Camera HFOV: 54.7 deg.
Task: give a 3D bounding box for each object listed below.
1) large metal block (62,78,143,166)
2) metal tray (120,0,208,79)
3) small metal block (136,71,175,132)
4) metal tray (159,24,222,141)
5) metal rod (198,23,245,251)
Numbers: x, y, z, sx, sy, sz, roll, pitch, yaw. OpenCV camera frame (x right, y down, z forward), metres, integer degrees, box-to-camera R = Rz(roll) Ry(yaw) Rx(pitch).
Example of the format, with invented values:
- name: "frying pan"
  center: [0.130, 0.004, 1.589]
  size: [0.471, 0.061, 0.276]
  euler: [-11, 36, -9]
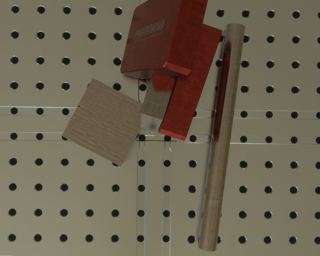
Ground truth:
- name: "large metal block"
  center: [-0.065, -0.007, 0.400]
  size: [0.080, 0.050, 0.080]
  euler: [28, 90, -1]
- name: "metal tray"
  center: [-0.001, -0.106, 0.361]
  size: [0.030, 0.130, 0.089]
  euler: [13, 90, -28]
- name: "small metal block"
  center: [-0.006, -0.028, 0.352]
  size: [0.025, 0.050, 0.050]
  euler: [17, 72, -4]
- name: "metal tray"
  center: [0.033, -0.052, 0.381]
  size: [0.030, 0.090, 0.129]
  euler: [19, 90, -1]
- name: "metal rod"
  center: [0.082, 0.012, 0.414]
  size: [0.025, 0.025, 0.298]
  euler: [7, 90, -1]
